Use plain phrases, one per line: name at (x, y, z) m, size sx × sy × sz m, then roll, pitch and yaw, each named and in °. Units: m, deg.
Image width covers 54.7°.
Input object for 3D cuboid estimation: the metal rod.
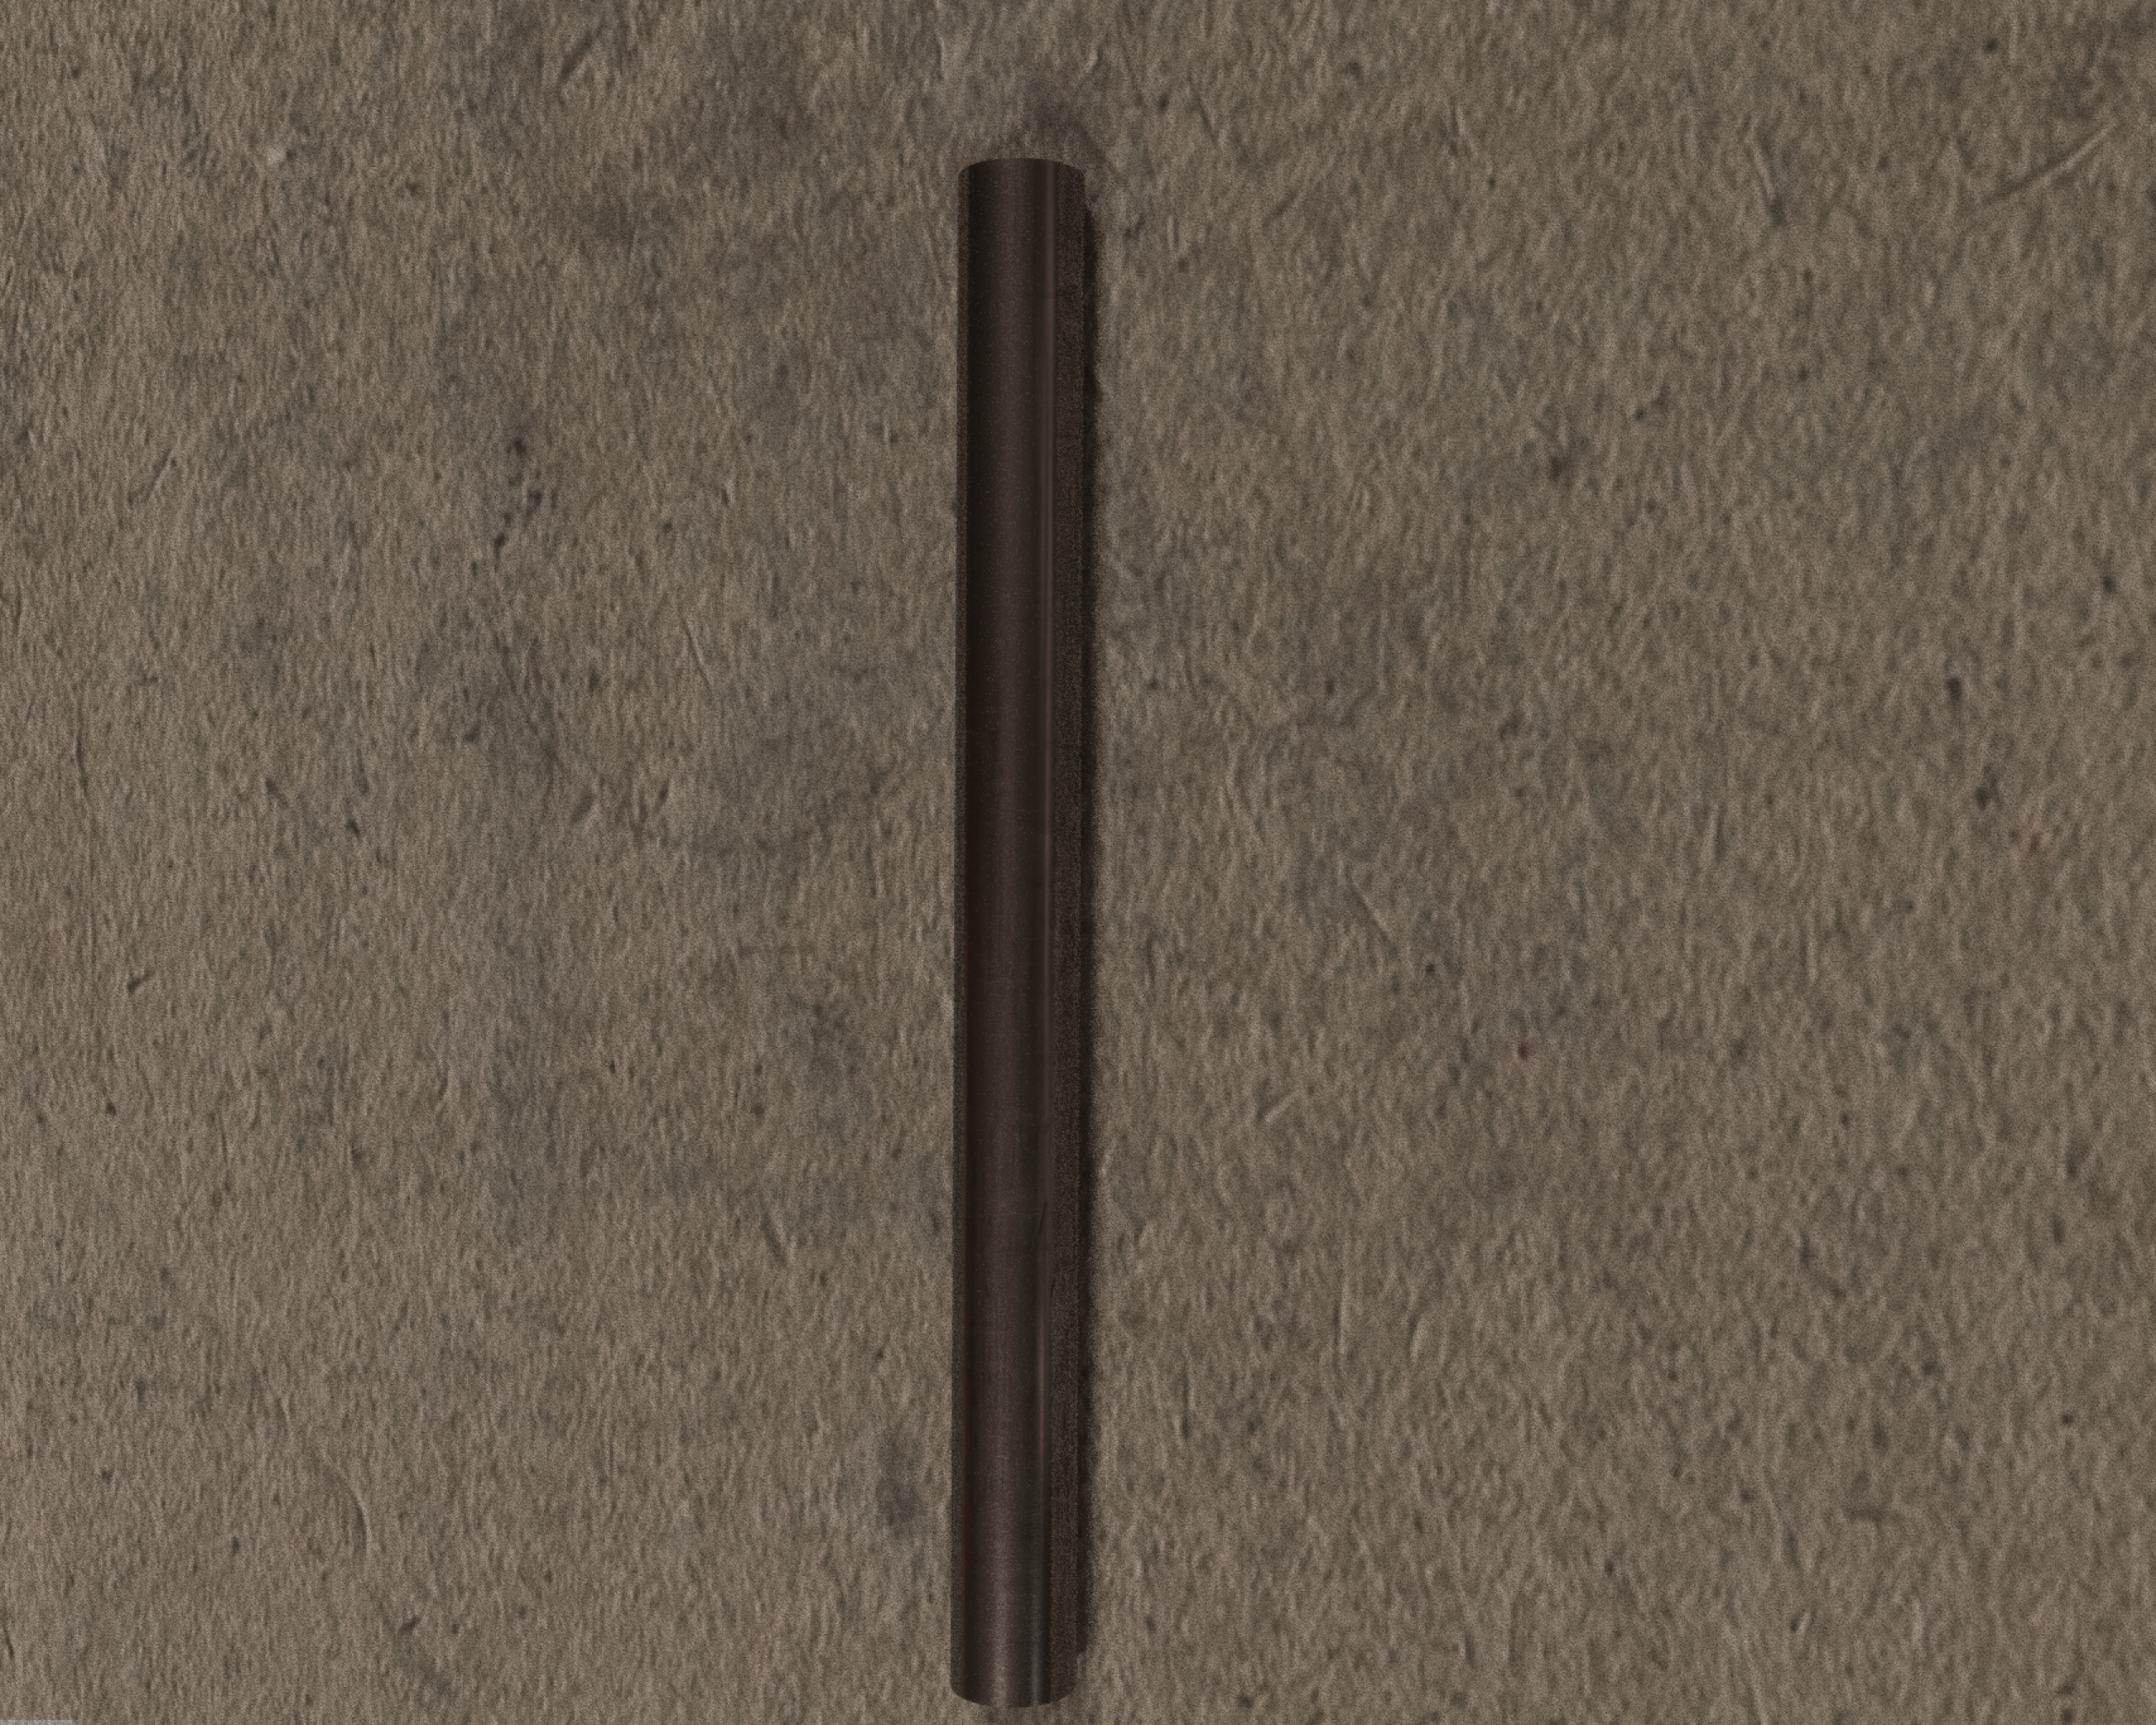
metal rod at (-0.012, 0.014, 0.413) m, size 0.025 × 0.025 × 0.298 m, roll 0°, pitch 90°, yaw 19°
